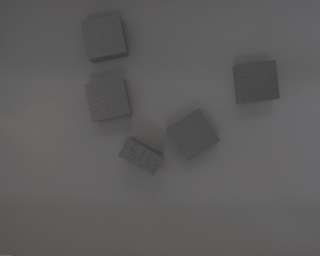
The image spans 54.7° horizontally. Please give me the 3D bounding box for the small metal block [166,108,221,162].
[{"bbox_3d":[0.043,0.009,0.412,0.050,0.025,0.050,-34,90,0],"label":"small metal block"}]

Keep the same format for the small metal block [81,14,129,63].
[{"bbox_3d":[-0.072,-0.118,0.411,0.050,0.025,0.050,-11,90,0],"label":"small metal block"}]

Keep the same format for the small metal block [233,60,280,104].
[{"bbox_3d":[0.127,-0.060,0.412,0.050,0.025,0.050,-6,90,0],"label":"small metal block"}]

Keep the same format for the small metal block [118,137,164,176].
[{"bbox_3d":[-0.023,0.035,0.399,0.050,0.050,0.025,29,90,0],"label":"small metal block"}]

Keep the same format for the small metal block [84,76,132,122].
[{"bbox_3d":[-0.068,-0.037,0.411,0.050,0.025,0.050,-12,90,0],"label":"small metal block"}]
